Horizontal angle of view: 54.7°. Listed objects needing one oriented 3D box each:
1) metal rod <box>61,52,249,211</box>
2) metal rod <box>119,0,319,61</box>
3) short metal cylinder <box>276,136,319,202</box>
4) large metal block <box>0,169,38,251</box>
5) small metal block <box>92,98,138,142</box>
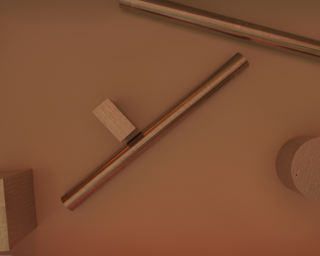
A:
[{"bbox_3d":[-0.006,0.005,0.411,0.300,0.025,0.025,-39,91,-1],"label":"metal rod"},{"bbox_3d":[0.096,-0.134,0.412,0.302,0.025,0.025,14,90,-1],"label":"metal rod"},{"bbox_3d":[0.200,0.050,0.402,0.081,0.050,0.079,0,90,-1],"label":"short metal cylinder"},{"bbox_3d":[-0.195,0.098,0.381,0.050,0.080,0.079,-5,90,0],"label":"large metal block"},{"bbox_3d":[-0.056,-0.010,0.398,0.025,0.050,0.050,-43,91,0],"label":"small metal block"}]
